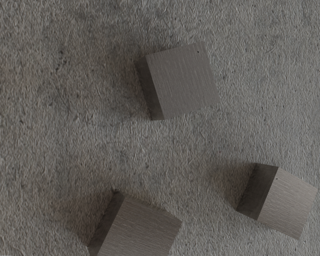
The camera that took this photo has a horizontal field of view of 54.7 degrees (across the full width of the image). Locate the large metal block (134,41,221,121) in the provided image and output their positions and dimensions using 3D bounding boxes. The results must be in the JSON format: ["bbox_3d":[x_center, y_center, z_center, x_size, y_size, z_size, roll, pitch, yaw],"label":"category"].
[{"bbox_3d":[0.022,-0.060,0.403,0.081,0.050,0.080,-19,97,-19],"label":"large metal block"}]

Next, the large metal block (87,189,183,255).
[{"bbox_3d":[-0.032,0.132,0.384,0.080,0.050,0.080,29,81,-18],"label":"large metal block"}]

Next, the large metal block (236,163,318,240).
[{"bbox_3d":[0.173,0.107,0.460,0.080,0.050,0.080,28,81,-18],"label":"large metal block"}]
